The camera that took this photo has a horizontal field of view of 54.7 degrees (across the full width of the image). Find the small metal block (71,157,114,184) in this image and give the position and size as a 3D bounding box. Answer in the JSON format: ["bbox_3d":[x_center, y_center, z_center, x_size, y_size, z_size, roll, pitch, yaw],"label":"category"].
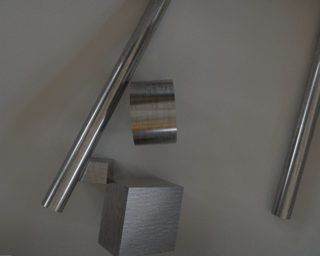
[{"bbox_3d":[-0.089,0.053,0.398,0.050,0.050,0.025,5,90,0],"label":"small metal block"}]

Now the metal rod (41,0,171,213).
[{"bbox_3d":[-0.059,-0.042,0.380,0.025,0.025,0.299,25,77,-1],"label":"metal rod"}]

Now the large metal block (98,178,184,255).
[{"bbox_3d":[-0.023,0.106,0.380,0.081,0.050,0.080,8,90,-37],"label":"large metal block"}]

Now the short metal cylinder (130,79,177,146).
[{"bbox_3d":[-0.008,-0.019,0.384,0.050,0.080,0.079,-4,90,0],"label":"short metal cylinder"}]

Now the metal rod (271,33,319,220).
[{"bbox_3d":[0.201,-0.027,0.414,0.025,0.025,0.298,15,90,-1],"label":"metal rod"}]
